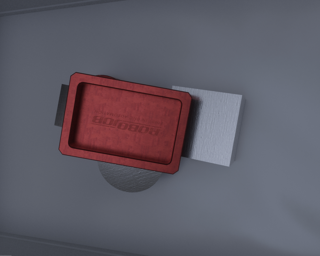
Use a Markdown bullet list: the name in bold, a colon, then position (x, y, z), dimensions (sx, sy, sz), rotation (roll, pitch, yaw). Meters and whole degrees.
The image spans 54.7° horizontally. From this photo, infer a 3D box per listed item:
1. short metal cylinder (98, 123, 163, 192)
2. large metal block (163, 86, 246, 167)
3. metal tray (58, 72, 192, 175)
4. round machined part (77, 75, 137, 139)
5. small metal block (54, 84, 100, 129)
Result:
- **short metal cylinder**: position (-0.032, 0.034, 0.394), dimensions (0.080, 0.050, 0.079), rotation (2, 103, 7)
- **large metal block**: position (0.054, -0.004, 0.375), dimensions (0.080, 0.050, 0.079), rotation (11, 94, 19)
- **metal tray**: position (-0.037, -0.006, 0.343), dimensions (0.131, 0.030, 0.089), rotation (10, 94, 0)
- **round machined part**: position (-0.084, -0.025, 0.428), dimensions (0.098, 0.042, 0.097), rotation (0, 90, 19)
- **small metal block**: position (-0.100, -0.025, 0.385), dimensions (0.025, 0.050, 0.050), rotation (13, 95, 19)
